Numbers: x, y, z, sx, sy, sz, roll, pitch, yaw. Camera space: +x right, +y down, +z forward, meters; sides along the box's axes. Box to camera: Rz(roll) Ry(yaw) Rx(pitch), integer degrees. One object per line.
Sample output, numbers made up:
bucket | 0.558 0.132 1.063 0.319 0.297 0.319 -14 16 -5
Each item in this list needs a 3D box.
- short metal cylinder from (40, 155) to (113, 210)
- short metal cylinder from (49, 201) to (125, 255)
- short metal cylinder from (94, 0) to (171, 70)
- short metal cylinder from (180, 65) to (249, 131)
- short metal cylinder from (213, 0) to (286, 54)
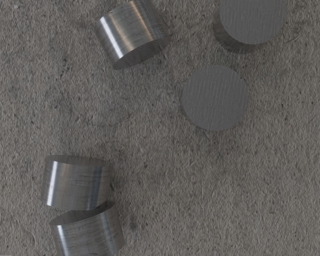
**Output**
short metal cylinder | -0.102 0.065 0.382 0.080 0.080 0.050 9 90 0
short metal cylinder | -0.088 0.128 0.382 0.080 0.080 0.050 -15 90 0
short metal cylinder | -0.033 -0.113 0.382 0.080 0.080 0.050 -27 90 0
short metal cylinder | 0.067 -0.036 0.398 0.081 0.050 0.080 0 90 0
short metal cylinder | 0.112 -0.141 0.398 0.081 0.050 0.080 0 90 0
